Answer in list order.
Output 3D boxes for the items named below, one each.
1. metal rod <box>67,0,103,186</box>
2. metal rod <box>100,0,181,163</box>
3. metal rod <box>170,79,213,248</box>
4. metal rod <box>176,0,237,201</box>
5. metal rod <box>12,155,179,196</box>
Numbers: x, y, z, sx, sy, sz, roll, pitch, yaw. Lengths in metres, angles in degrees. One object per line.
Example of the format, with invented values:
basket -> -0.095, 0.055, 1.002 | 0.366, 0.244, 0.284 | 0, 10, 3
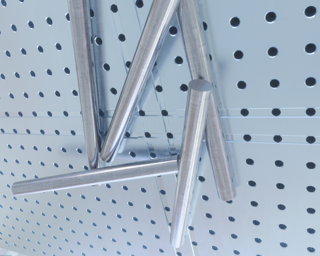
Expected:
metal rod -> -0.100, -0.037, 0.439 | 0.025, 0.025, 0.298 | 15, 125, 19
metal rod -> -0.031, -0.052, 0.375 | 0.025, 0.025, 0.298 | 33, 134, 6
metal rod -> 0.035, 0.071, 0.416 | 0.025, 0.025, 0.298 | 18, 131, 17
metal rod -> 0.053, -0.040, 0.357 | 0.025, 0.025, 0.298 | -2, 118, 29
metal rod -> -0.109, 0.077, 0.481 | 0.301, 0.025, 0.025 | -12, 113, 21
